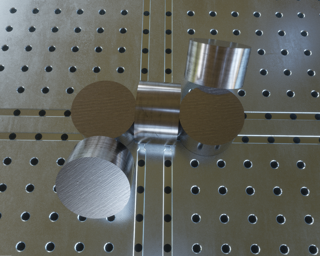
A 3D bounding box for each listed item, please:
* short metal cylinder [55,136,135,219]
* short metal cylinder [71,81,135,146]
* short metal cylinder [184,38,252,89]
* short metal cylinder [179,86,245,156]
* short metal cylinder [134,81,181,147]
[{"bbox_3d":[-0.071,0.056,0.355,0.081,0.050,0.079,0,114,1],"label":"short metal cylinder"},{"bbox_3d":[-0.069,-0.014,0.402,0.081,0.050,0.080,0,70,0],"label":"short metal cylinder"},{"bbox_3d":[0.075,-0.087,0.408,0.080,0.080,0.050,8,112,2],"label":"short metal cylinder"},{"bbox_3d":[0.063,-0.009,0.402,0.081,0.050,0.080,0,70,0],"label":"short metal cylinder"},{"bbox_3d":[-0.002,-0.018,0.389,0.050,0.080,0.080,5,70,1],"label":"short metal cylinder"}]
